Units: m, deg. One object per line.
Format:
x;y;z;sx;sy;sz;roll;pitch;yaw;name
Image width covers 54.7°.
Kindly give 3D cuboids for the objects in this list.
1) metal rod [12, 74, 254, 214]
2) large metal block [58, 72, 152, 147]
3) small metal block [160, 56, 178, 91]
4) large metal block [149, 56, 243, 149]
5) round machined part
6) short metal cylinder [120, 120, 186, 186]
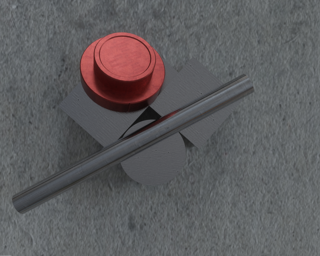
-0.030;0.018;0.361;0.301;0.025;0.025;-28;90;0;metal rod
-0.066;-0.029;0.397;0.080;0.050;0.080;42;90;-1;large metal block
-0.011;-0.069;0.410;0.050;0.025;0.050;43;90;-1;small metal block
0.044;-0.031;0.399;0.080;0.050;0.080;41;90;-1;large metal block
-0.042;-0.071;0.358;0.099;0.042;0.098;5;64;-10;round machined part
-0.009;0.029;0.398;0.081;0.050;0.079;0;90;-1;short metal cylinder
